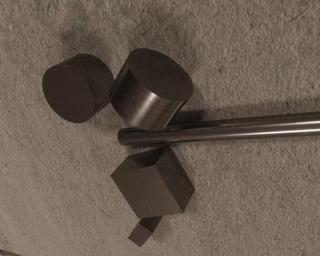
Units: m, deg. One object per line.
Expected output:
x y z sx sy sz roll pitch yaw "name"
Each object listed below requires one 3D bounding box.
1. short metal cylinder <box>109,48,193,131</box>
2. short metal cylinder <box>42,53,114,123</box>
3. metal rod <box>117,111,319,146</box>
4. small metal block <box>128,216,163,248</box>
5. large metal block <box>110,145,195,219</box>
-0.010 -0.043 0.348 0.080 0.080 0.050 39 129 1 "short metal cylinder"
-0.107 -0.053 0.412 0.080 0.050 0.079 13 124 20 "short metal cylinder"
0.077 0.002 0.366 0.300 0.025 0.025 -5 116 30 "metal rod"
-0.021 0.154 0.495 0.025 0.050 0.050 35 129 4 "small metal block"
-0.009 0.078 0.443 0.080 0.050 0.080 -18 109 35 "large metal block"
